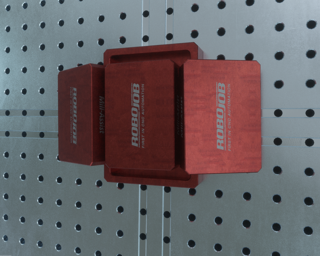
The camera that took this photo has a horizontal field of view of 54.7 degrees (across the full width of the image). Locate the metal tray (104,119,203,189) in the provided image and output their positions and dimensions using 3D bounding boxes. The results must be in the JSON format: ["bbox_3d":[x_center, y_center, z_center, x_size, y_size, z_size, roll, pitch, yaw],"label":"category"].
[{"bbox_3d":[-0.010,0.029,0.413,0.130,0.030,0.089,1,91,19],"label":"metal tray"}]

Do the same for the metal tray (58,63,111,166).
[{"bbox_3d":[-0.106,-0.017,0.427,0.090,0.030,0.129,0,90,45],"label":"metal tray"}]

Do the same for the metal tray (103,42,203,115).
[{"bbox_3d":[-0.011,-0.061,0.412,0.130,0.030,0.089,1,91,19],"label":"metal tray"}]

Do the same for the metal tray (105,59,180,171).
[{"bbox_3d":[-0.021,-0.015,0.384,0.090,0.030,0.129,0,90,19],"label":"metal tray"}]

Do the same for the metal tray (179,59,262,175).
[{"bbox_3d":[0.070,-0.013,0.365,0.091,0.030,0.129,-1,90,-8],"label":"metal tray"}]
